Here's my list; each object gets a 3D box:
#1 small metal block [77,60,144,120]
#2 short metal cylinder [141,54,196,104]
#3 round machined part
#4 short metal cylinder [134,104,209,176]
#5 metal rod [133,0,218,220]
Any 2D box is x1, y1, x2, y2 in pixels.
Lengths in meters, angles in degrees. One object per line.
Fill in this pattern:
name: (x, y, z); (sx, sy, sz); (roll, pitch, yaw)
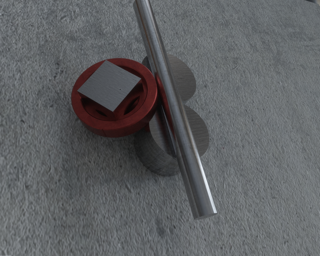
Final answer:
small metal block: (-0.055, -0.042, 0.349); (0.050, 0.025, 0.050); (30, 69, 18)
short metal cylinder: (0.002, -0.057, 0.425); (0.081, 0.050, 0.080); (14, 56, -21)
round machined part: (-0.051, -0.032, 0.370); (0.099, 0.042, 0.098); (-2, 63, 3)
short metal cylinder: (0.014, 0.014, 0.388); (0.081, 0.050, 0.080); (14, 55, -20)
metal rod: (0.010, -0.042, 0.373); (0.025, 0.025, 0.299); (-1, 62, -29)
